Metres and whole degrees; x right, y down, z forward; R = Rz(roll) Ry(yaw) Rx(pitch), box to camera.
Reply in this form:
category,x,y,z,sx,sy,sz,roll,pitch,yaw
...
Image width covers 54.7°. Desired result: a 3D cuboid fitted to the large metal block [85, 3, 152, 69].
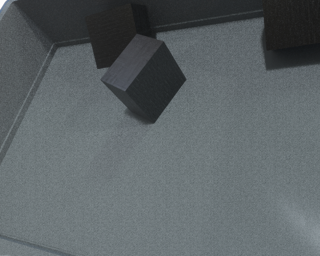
category,x,y,z,sx,sy,sz,roll,pitch,yaw
large metal block,-0.060,-0.140,0.481,0.080,0.050,0.079,-6,103,25

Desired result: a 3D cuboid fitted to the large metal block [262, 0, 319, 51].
category,x,y,z,sx,sy,sz,roll,pitch,yaw
large metal block,0.166,-0.138,0.360,0.080,0.050,0.079,-3,104,26

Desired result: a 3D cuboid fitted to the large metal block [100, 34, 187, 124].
category,x,y,z,sx,sy,sz,roll,pitch,yaw
large metal block,-0.019,-0.066,0.421,0.050,0.080,0.080,28,77,37
